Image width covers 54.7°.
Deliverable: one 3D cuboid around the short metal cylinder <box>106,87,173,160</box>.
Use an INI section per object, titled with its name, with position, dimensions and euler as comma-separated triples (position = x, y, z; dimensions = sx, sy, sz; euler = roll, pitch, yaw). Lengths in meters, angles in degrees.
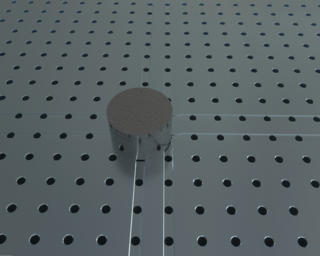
[short metal cylinder]
position = -0.025, -0.006, 0.396
dimensions = 0.081, 0.050, 0.080
euler = 0, 50, 0
